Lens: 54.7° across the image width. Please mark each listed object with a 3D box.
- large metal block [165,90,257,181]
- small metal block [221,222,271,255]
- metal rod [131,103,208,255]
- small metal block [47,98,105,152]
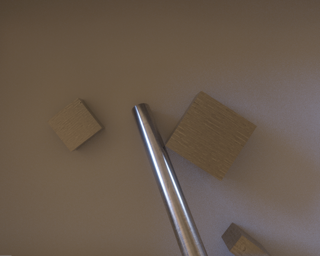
[{"bbox_3d":[0.062,0.009,0.400,0.080,0.050,0.080,33,90,-1],"label":"large metal block"},{"bbox_3d":[0.112,0.155,0.401,0.050,0.050,0.025,37,90,-1],"label":"small metal block"},{"bbox_3d":[0.022,0.097,0.341,0.025,0.025,0.299,-21,61,0],"label":"metal rod"},{"bbox_3d":[-0.110,-0.004,0.410,0.050,0.025,0.050,-38,91,0],"label":"small metal block"}]
